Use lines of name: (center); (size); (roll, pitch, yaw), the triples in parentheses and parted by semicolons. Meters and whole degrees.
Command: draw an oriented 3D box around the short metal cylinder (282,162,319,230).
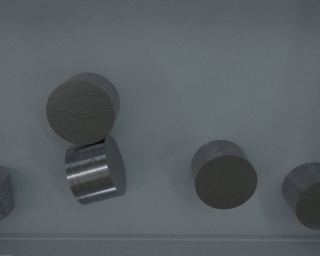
short metal cylinder: (0.221, 0.095, 0.436); (0.081, 0.050, 0.079); (0, 110, -1)

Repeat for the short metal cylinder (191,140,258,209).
short metal cylinder: (0.085, 0.063, 0.422); (0.081, 0.050, 0.079); (0, 110, -1)

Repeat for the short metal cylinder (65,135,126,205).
short metal cylinder: (-0.080, 0.054, 0.401); (0.050, 0.080, 0.080); (-15, 110, 5)

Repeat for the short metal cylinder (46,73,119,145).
short metal cylinder: (-0.093, -0.025, 0.387); (0.081, 0.050, 0.079); (0, 110, -1)

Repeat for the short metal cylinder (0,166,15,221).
short metal cylinder: (-0.241, 0.090, 0.412); (0.081, 0.080, 0.050); (-2, 110, 0)
